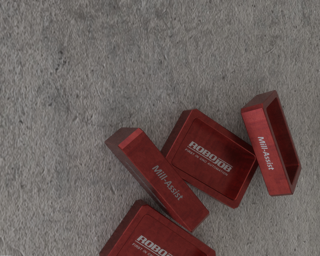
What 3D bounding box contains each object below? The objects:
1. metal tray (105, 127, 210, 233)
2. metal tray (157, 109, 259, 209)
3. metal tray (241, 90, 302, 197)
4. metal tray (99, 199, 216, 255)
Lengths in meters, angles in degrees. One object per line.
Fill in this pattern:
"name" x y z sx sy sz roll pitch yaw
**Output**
"metal tray" -0.007 0.058 0.371 0.030 0.090 0.130 -42 104 -15
"metal tray" 0.070 0.043 0.432 0.130 0.030 0.090 32 80 -17
"metal tray" 0.161 0.019 0.440 0.091 0.030 0.129 -32 103 -54
"metal tray" -0.001 0.166 0.406 0.130 0.030 0.090 39 78 -16
